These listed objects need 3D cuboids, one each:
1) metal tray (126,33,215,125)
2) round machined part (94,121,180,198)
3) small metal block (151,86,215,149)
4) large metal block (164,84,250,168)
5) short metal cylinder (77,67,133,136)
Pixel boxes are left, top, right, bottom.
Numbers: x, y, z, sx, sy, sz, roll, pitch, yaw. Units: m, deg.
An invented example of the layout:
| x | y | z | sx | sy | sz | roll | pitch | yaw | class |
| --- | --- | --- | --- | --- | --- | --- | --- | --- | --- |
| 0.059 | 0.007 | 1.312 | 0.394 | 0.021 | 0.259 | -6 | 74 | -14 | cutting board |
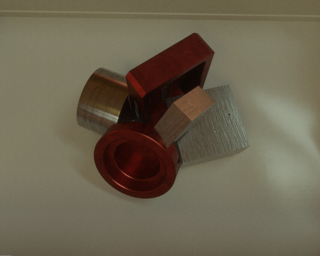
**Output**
| x | y | z | sx | sy | sz | roll | pitch | yaw | class |
| --- | --- | --- | --- | --- | --- | --- | --- | --- | --- |
| 0.010 | -0.045 | 0.369 | 0.090 | 0.130 | 0.030 | -33 | 75 | -12 | metal tray |
| -0.024 | 0.033 | 0.367 | 0.098 | 0.097 | 0.042 | 19 | 36 | 6 | round machined part |
| 0.024 | -0.012 | 0.327 | 0.025 | 0.050 | 0.050 | 46 | 44 | 7 | small metal block |
| 0.055 | -0.001 | 0.388 | 0.081 | 0.050 | 0.080 | -13 | 75 | -5 | large metal block |
| -0.061 | -0.030 | 0.389 | 0.050 | 0.080 | 0.080 | 21 | 71 | 7 | short metal cylinder |
